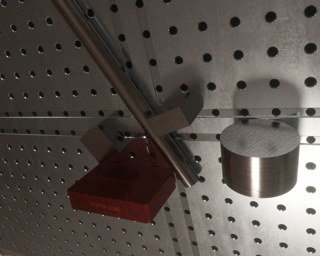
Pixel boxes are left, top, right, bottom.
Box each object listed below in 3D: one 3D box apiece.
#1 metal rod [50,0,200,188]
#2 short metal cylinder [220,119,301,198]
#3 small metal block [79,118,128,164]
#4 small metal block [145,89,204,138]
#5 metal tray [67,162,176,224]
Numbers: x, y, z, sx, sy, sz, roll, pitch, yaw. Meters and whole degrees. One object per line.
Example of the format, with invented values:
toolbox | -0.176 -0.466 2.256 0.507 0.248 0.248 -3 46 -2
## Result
metal rod | -0.040 -0.045 0.402 0.025 0.025 0.299 -27 104 37
short metal cylinder | 0.108 0.030 0.337 0.080 0.080 0.050 5 121 25
small metal block | -0.085 0.021 0.467 0.050 0.025 0.050 -30 102 37
small metal block | 0.018 -0.018 0.373 0.050 0.050 0.025 -20 108 35
metal tray | -0.054 0.088 0.448 0.130 0.090 0.030 3 113 26
